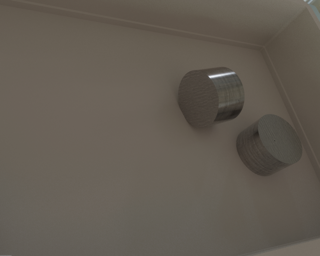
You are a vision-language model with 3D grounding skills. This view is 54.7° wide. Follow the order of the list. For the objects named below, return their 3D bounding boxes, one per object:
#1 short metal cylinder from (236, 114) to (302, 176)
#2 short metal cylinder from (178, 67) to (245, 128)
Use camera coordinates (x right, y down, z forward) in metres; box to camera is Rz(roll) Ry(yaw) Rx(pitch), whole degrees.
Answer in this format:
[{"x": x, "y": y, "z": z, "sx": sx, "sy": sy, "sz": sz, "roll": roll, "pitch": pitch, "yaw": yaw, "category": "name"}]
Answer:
[{"x": 0.163, "y": 0.026, "z": 0.464, "sx": 0.081, "sy": 0.050, "sz": 0.080, "roll": 14, "pitch": 56, "yaw": -21, "category": "short metal cylinder"}, {"x": 0.071, "y": -0.044, "z": 0.437, "sx": 0.050, "sy": 0.080, "sz": 0.080, "roll": -14, "pitch": 69, "yaw": -34, "category": "short metal cylinder"}]
